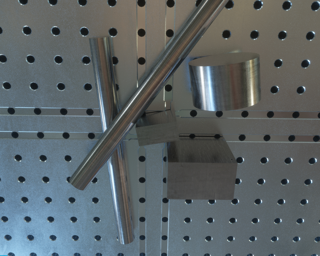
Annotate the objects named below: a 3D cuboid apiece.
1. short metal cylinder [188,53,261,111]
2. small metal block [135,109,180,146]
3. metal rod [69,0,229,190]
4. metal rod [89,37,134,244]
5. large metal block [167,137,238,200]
[{"bbox_3d":[0.076,-0.057,0.364,0.080,0.080,0.050,-8,110,2],"label":"short metal cylinder"},{"bbox_3d":[-0.003,-0.001,0.400,0.050,0.050,0.025,-9,110,3],"label":"small metal block"},{"bbox_3d":[-0.016,-0.044,0.378,0.025,0.025,0.299,36,99,-13],"label":"metal rod"},{"bbox_3d":[-0.062,0.030,0.423,0.025,0.025,0.298,-4,110,1],"label":"metal rod"},{"bbox_3d":[0.049,0.049,0.403,0.081,0.080,0.050,1,110,-1],"label":"large metal block"}]
